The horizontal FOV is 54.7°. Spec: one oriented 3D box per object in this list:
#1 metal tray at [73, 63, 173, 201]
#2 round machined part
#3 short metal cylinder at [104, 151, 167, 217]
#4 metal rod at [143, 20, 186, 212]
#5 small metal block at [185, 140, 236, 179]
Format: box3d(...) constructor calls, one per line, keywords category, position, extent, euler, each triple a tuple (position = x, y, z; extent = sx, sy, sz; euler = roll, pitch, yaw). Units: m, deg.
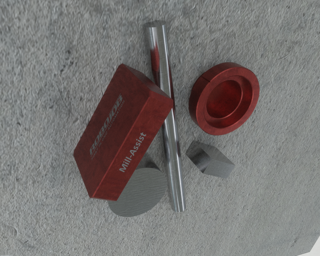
box3d(category="metal tray", position=(-0.047, 0.003, 0.344), extent=(0.030, 0.090, 0.129), euler=(20, 108, -36))
box3d(category="round machined part", position=(0.081, -0.042, 0.417), extent=(0.099, 0.042, 0.097), euler=(-14, 125, -21))
box3d(category="short metal cylinder", position=(-0.038, 0.072, 0.417), extent=(0.081, 0.050, 0.079), euler=(-14, 125, -21))
box3d(category="metal rod", position=(0.013, 0.007, 0.422), extent=(0.025, 0.025, 0.298), euler=(-21, 127, -17))
box3d(category="small metal block", position=(0.074, 0.047, 0.460), extent=(0.050, 0.050, 0.025), euler=(18, 109, -36))
